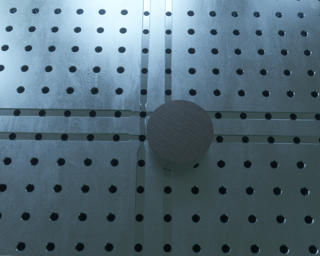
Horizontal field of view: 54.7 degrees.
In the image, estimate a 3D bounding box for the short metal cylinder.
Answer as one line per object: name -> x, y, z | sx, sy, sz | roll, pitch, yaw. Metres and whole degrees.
short metal cylinder -> 0.024, 0.011, 0.395 | 0.081, 0.050, 0.080 | 0, 70, 0
